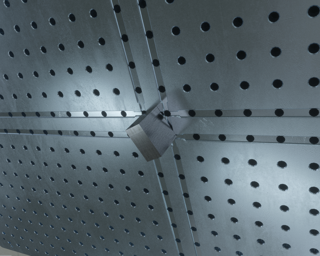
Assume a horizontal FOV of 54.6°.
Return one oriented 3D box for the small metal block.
[{"bbox_3d":[-0.010,0.007,0.405,0.025,0.050,0.050,-25,105,37],"label":"small metal block"}]
